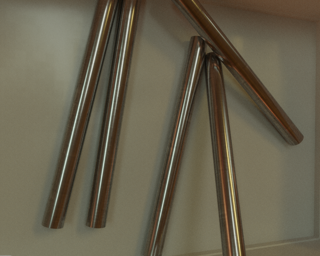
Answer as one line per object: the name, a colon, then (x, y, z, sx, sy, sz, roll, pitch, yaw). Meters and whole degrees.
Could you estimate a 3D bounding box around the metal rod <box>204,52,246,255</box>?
metal rod: (0.078, 0.037, 0.379, 0.025, 0.025, 0.299, 8, 65, -20)

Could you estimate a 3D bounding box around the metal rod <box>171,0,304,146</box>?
metal rod: (0.115, -0.077, 0.432, 0.300, 0.025, 0.025, 44, 76, -23)

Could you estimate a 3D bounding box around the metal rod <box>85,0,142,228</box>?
metal rod: (-0.057, -0.028, 0.389, 0.025, 0.025, 0.298, 10, 87, -20)

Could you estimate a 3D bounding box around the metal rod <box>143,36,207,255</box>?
metal rod: (0.022, 0.022, 0.418, 0.025, 0.025, 0.299, 14, 85, -20)

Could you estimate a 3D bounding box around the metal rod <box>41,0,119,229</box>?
metal rod: (-0.093, -0.031, 0.375, 0.025, 0.025, 0.299, 14, 85, -20)
